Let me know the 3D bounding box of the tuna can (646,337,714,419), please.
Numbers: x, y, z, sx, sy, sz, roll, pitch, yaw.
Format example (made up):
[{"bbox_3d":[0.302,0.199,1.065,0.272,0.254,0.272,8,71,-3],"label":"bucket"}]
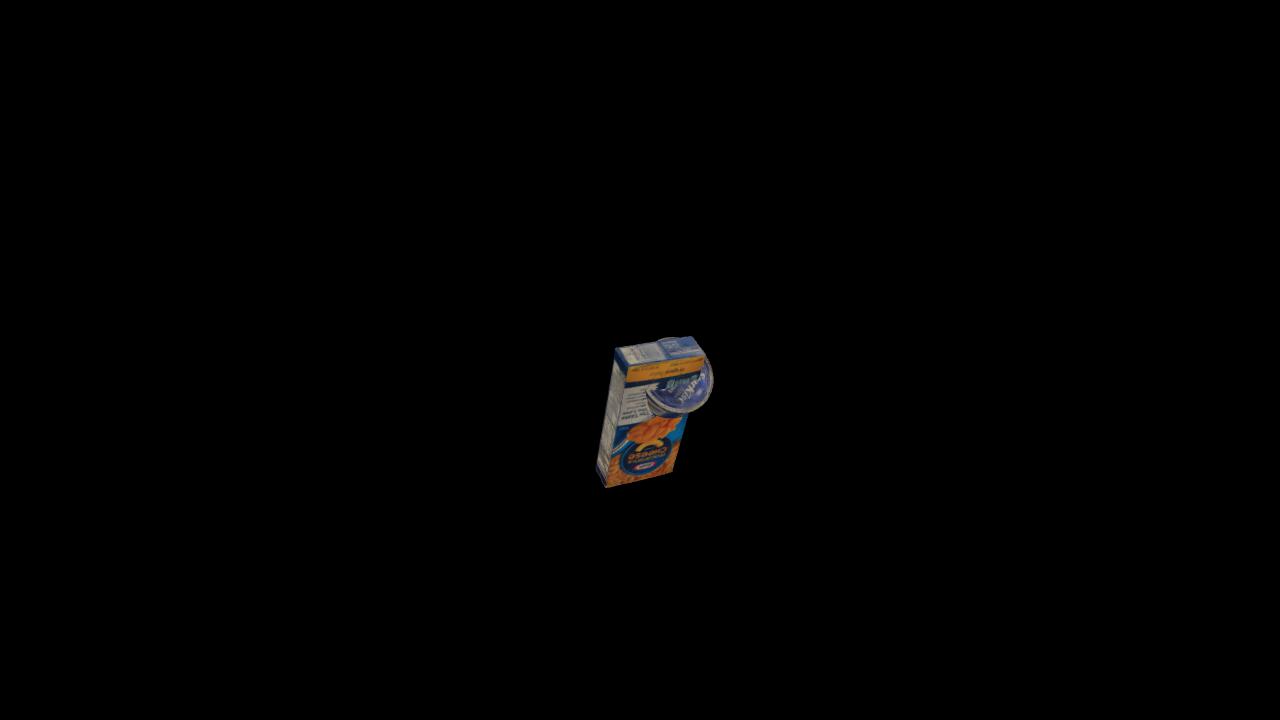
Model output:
[{"bbox_3d":[0.035,0.020,0.662,0.084,0.084,0.034,0,-19,-20],"label":"tuna can"}]

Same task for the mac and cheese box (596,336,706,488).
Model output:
[{"bbox_3d":[0.008,0.061,0.687,0.093,0.184,0.041,-10,42,-25],"label":"mac and cheese box"}]
